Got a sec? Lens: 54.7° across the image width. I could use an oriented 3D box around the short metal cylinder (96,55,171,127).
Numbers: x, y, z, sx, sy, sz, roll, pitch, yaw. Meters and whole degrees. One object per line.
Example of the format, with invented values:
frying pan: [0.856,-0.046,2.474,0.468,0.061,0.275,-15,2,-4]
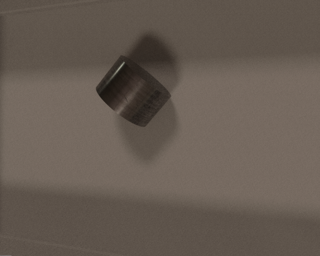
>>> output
short metal cylinder: [-0.033,-0.047,0.392,0.080,0.080,0.050,44,104,14]
